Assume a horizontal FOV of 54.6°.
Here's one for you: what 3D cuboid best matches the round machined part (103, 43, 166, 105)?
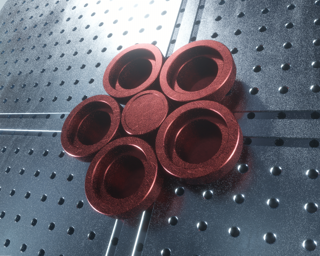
[{"bbox_3d":[-0.032,-0.075,0.461,0.098,0.042,0.098,-13,56,21],"label":"round machined part"}]

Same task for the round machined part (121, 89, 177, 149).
[{"bbox_3d":[-0.012,-0.011,0.411,0.098,0.042,0.098,-13,56,21],"label":"round machined part"}]

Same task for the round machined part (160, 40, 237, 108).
[{"bbox_3d":[0.052,-0.065,0.410,0.098,0.042,0.098,-13,56,21],"label":"round machined part"}]

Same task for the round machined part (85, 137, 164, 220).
[{"bbox_3d":[-0.039,0.063,0.379,0.098,0.042,0.098,-13,56,21],"label":"round machined part"}]

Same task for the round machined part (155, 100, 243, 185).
[{"bbox_3d":[0.047,0.020,0.361,0.098,0.042,0.098,-13,56,21],"label":"round machined part"}]

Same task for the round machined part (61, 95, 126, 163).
[{"bbox_3d":[-0.088,0.004,0.441,0.098,0.042,0.098,-13,56,21],"label":"round machined part"}]
